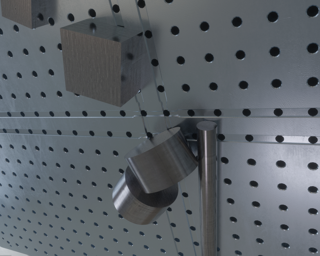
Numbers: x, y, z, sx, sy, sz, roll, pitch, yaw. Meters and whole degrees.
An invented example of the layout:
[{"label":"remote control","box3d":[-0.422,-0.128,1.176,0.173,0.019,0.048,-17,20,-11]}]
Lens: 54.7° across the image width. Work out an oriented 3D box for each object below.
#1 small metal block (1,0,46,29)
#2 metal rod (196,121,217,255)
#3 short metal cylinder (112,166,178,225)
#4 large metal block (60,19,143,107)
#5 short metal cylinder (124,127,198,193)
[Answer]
[{"label":"small metal block","box3d":[-0.178,-0.164,0.404,0.050,0.025,0.050,25,127,12]},{"label":"metal rod","box3d":[0.071,0.126,0.451,0.025,0.025,0.298,8,122,24]},{"label":"short metal cylinder","box3d":[-0.021,0.090,0.442,0.080,0.080,0.050,37,129,4]},{"label":"large metal block","box3d":[-0.070,-0.081,0.382,0.080,0.050,0.079,18,126,18]},{"label":"short metal cylinder","box3d":[0.002,0.040,0.396,0.080,0.080,0.050,-23,99,36]}]
